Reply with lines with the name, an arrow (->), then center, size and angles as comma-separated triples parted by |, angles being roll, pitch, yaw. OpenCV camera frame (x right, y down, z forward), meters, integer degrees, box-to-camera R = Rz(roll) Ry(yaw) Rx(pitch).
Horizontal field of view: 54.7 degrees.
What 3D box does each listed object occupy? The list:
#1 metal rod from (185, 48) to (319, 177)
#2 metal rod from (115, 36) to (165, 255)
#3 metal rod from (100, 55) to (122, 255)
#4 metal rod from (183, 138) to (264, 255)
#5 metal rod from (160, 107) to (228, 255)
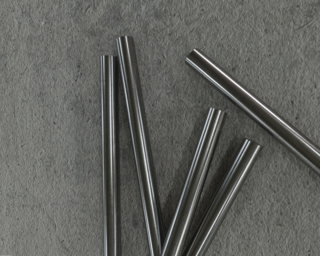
metal rod -> 0.146, 0.008, 0.357 | 0.300, 0.025, 0.025 | 43, 104, 14
metal rod -> -0.025, 0.025, 0.417 | 0.025, 0.025, 0.298 | -11, 86, 20
metal rod -> -0.069, 0.050, 0.433 | 0.025, 0.025, 0.298 | -1, 90, 20
metal rod -> 0.048, 0.150, 0.391 | 0.025, 0.025, 0.298 | 28, 99, 17
metal rod -> 0.026, 0.120, 0.385 | 0.025, 0.025, 0.298 | 18, 91, 19
